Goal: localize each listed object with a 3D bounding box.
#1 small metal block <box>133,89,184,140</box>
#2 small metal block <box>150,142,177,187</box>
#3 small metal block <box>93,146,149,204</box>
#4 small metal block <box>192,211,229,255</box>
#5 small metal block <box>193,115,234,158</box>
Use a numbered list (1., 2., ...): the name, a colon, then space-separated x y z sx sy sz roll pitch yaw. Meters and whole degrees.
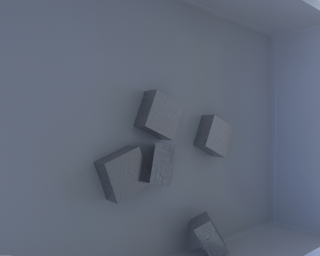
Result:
1. small metal block: -0.001 -0.016 0.405 0.050 0.025 0.050 28 73 -37
2. small metal block: 0.005 0.046 0.392 0.025 0.050 0.050 8 83 3
3. small metal block: -0.044 0.054 0.370 0.050 0.025 0.050 -26 106 -37
4. small metal block: 0.070 0.151 0.437 0.025 0.050 0.050 -31 88 2
5. small metal block: 0.083 0.013 0.476 0.050 0.025 0.050 30 72 -36
